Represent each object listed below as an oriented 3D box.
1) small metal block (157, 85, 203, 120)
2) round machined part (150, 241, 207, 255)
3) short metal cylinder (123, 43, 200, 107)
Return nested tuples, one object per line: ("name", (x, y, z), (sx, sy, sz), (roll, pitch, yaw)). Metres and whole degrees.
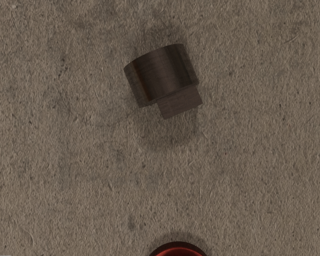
("small metal block", (0.024, -0.032, 0.398), (0.050, 0.050, 0.025), (-23, 90, 0))
("round machined part", (0.025, 0.203, 0.402), (0.099, 0.042, 0.097), (0, 90, -1))
("short metal cylinder", (0.002, -0.063, 0.383), (0.080, 0.080, 0.050), (-22, 90, 0))
